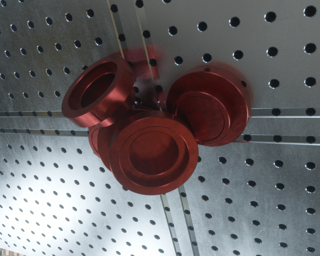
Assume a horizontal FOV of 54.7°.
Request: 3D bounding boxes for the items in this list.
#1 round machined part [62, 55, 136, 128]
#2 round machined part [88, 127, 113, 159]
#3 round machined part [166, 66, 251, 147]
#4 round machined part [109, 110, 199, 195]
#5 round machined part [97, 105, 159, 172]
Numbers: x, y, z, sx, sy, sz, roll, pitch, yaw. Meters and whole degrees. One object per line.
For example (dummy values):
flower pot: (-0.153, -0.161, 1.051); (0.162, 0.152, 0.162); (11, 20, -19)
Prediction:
round machined part: (-0.069, -0.040, 0.381); (0.098, 0.098, 0.042); (-13, 137, 33)
round machined part: (-0.061, 0.014, 0.440); (0.098, 0.042, 0.097); (13, 124, 20)
round machined part: (0.052, -0.019, 0.360); (0.098, 0.042, 0.097); (13, 124, 20)
round machined part: (-0.009, 0.025, 0.357); (0.099, 0.042, 0.097); (-3, 113, -7)
round machined part: (-0.030, 0.023, 0.398); (0.099, 0.042, 0.097); (-4, 110, -10)
